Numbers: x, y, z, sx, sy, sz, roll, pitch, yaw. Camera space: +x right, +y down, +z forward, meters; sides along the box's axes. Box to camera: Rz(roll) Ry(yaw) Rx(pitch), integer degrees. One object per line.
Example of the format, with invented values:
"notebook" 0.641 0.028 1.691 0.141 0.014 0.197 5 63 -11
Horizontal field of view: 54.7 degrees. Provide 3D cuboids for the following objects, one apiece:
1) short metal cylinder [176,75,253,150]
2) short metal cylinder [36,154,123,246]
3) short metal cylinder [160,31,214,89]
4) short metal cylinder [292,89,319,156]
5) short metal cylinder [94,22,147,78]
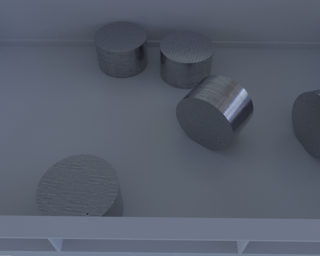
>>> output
"short metal cylinder" 0.067 -0.019 0.385 0.080 0.080 0.050 30 56 22
"short metal cylinder" -0.081 0.075 0.325 0.080 0.050 0.080 0 50 0
"short metal cylinder" 0.040 -0.105 0.478 0.080 0.050 0.080 0 50 0
"short metal cylinder" 0.209 -0.010 0.379 0.050 0.080 0.080 -13 51 -10
"short metal cylinder" -0.060 -0.125 0.493 0.080 0.050 0.080 0 50 0
